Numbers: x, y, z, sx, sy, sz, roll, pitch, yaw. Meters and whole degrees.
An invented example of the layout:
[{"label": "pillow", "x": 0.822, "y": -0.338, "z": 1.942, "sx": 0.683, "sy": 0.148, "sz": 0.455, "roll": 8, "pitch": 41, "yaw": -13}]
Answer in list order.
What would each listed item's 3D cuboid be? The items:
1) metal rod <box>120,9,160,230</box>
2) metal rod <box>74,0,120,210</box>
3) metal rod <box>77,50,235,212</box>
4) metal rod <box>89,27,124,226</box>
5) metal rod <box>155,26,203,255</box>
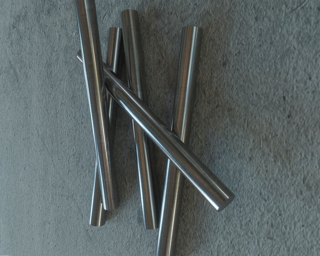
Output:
[{"label": "metal rod", "x": -0.026, "y": -0.016, "z": 0.426, "sx": 0.025, "sy": 0.025, "sz": 0.298, "roll": -11, "pitch": 83, "yaw": 39}, {"label": "metal rod", "x": -0.083, "y": -0.023, "z": 0.419, "sx": 0.025, "sy": 0.025, "sz": 0.298, "roll": 13, "pitch": 115, "yaw": 39}, {"label": "metal rod", "x": -0.023, "y": -0.017, "z": 0.389, "sx": 0.300, "sy": 0.025, "sz": 0.025, "roll": 46, "pitch": 118, "yaw": 30}, {"label": "metal rod", "x": -0.080, "y": 0.002, "z": 0.471, "sx": 0.025, "sy": 0.025, "sz": 0.298, "roll": 12, "pitch": 97, "yaw": 39}, {"label": "metal rod", "x": 0.022, "y": 0.028, "z": 0.386, "sx": 0.025, "sy": 0.025, "sz": 0.298, "roll": 11, "pitch": 97, "yaw": 39}]
